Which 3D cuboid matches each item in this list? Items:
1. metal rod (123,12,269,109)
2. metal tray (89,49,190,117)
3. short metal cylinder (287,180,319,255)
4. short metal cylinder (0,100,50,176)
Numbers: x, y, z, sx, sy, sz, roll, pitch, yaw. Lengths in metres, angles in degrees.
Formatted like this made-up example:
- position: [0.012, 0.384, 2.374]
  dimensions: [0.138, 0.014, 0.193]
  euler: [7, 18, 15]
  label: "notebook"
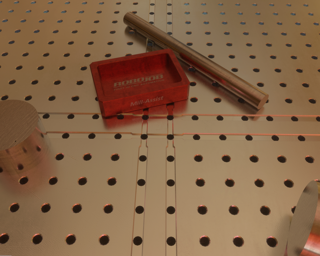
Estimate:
- position: [0.044, -0.121, 0.509]
  dimensions: [0.025, 0.025, 0.300]
  euler: [-36, 59, -26]
  label: "metal rod"
- position: [-0.031, -0.071, 0.463]
  dimensions: [0.131, 0.030, 0.090]
  euler: [-13, 51, -11]
  label: "metal tray"
- position: [0.160, 0.096, 0.292]
  dimensions: [0.050, 0.080, 0.080]
  euler: [18, 52, 15]
  label: "short metal cylinder"
- position: [-0.184, 0.011, 0.381]
  dimensions: [0.080, 0.050, 0.080]
  euler: [0, 50, 0]
  label: "short metal cylinder"
